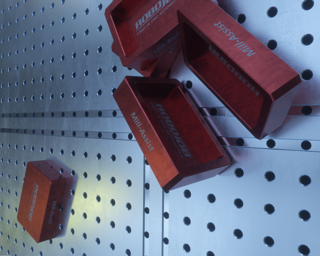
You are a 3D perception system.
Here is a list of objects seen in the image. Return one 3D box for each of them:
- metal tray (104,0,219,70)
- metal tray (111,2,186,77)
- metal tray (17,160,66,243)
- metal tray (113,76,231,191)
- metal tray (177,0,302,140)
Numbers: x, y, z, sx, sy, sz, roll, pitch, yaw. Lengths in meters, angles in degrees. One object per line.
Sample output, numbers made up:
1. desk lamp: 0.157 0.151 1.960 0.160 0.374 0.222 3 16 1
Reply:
1. metal tray: -0.005 -0.140 0.368 0.130 0.030 0.090 -31 71 35
2. metal tray: -0.005 -0.140 0.408 0.090 0.030 0.129 42 115 31
3. metal tray: -0.229 0.138 0.591 0.090 0.030 0.129 25 106 36
4. metal tray: 0.013 0.000 0.352 0.030 0.091 0.130 -47 62 37
5. metal tray: 0.070 -0.058 0.306 0.030 0.090 0.130 -35 64 -7
